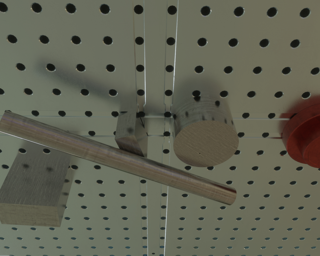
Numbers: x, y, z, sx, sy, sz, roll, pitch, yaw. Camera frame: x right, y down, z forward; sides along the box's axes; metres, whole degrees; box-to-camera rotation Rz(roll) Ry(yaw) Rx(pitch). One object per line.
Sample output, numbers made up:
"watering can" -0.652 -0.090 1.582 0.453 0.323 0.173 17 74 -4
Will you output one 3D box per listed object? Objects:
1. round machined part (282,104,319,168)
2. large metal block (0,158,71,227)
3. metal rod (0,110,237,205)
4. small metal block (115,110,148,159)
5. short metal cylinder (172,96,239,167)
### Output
"round machined part" 0.222 0.017 0.419 0.099 0.042 0.097 -1 130 0
"large metal block" -0.180 0.094 0.453 0.081 0.080 0.050 5 130 -5
"metal rod" -0.037 0.043 0.382 0.302 0.025 0.025 21 127 -17
"small metal block" -0.036 0.013 0.406 0.025 0.050 0.050 -12 129 10
"short metal cylinder" 0.057 0.005 0.401 0.081 0.050 0.079 0 130 0
